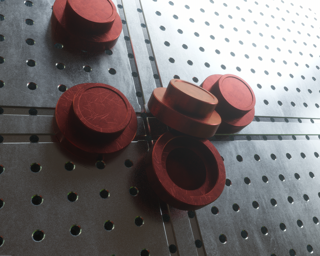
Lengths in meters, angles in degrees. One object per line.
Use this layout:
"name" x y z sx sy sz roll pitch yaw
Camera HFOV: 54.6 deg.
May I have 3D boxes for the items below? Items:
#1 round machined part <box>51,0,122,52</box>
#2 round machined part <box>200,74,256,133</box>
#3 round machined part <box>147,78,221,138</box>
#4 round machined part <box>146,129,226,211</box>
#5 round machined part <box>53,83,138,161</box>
"round machined part" -0.100 -0.159 0.440 0.099 0.042 0.098 13 56 -21
"round machined part" 0.108 -0.045 0.482 0.099 0.042 0.098 13 56 -21
"round machined part" 0.037 -0.031 0.408 0.098 0.042 0.098 21 23 -9
"round machined part" 0.028 0.053 0.379 0.099 0.042 0.098 13 56 -21
"round machined part" -0.072 -0.014 0.367 0.099 0.042 0.098 13 56 -21
